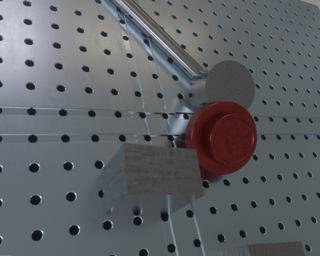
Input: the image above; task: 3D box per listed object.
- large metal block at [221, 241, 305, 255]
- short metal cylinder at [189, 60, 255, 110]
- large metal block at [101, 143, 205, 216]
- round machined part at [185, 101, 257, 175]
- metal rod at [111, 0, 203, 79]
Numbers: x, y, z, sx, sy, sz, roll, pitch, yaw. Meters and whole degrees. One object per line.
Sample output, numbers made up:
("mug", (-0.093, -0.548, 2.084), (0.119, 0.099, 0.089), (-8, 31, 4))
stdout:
("large metal block", (0.125, 0.177, 0.352), (0.081, 0.050, 0.080), (7, 59, -25))
("short metal cylinder", (0.090, -0.054, 0.453), (0.081, 0.050, 0.079), (0, 90, -21))
("large metal block", (-0.012, 0.059, 0.331), (0.081, 0.080, 0.050), (7, 59, -25))
("round machined part", (0.086, 0.014, 0.405), (0.099, 0.042, 0.097), (-2, 96, -19))
("metal rod", (-0.020, -0.165, 0.498), (0.300, 0.025, 0.025), (45, 51, 3))
